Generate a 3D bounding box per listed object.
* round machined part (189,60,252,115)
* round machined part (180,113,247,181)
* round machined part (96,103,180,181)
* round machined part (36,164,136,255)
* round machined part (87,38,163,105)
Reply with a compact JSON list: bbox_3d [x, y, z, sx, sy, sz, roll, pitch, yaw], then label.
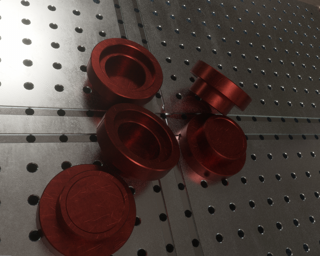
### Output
[{"bbox_3d":[0.082,-0.053,0.455,0.098,0.042,0.098,36,9,-6],"label":"round machined part"},{"bbox_3d":[0.081,0.020,0.430,0.099,0.042,0.098,14,56,-21],"label":"round machined part"},{"bbox_3d":[-0.029,0.020,0.359,0.098,0.042,0.098,27,35,-20],"label":"round machined part"},{"bbox_3d":[-0.069,0.081,0.311,0.099,0.042,0.098,14,56,-21],"label":"round machined part"},{"bbox_3d":[-0.049,-0.069,0.414,0.099,0.042,0.098,14,56,-21],"label":"round machined part"}]
